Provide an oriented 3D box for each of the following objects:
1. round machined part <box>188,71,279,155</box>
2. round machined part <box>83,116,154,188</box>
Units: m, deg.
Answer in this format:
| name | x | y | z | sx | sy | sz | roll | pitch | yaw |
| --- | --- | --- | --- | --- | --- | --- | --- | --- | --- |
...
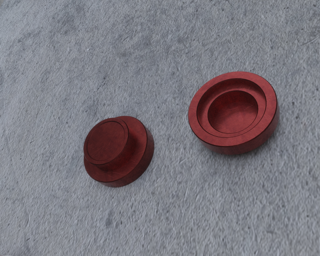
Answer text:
| name | x | y | z | sx | sy | sz | roll | pitch | yaw |
| --- | --- | --- | --- | --- | --- | --- | --- | --- | --- |
| round machined part | 0.086 | -0.014 | 0.356 | 0.098 | 0.042 | 0.098 | -13 | 56 | 21 |
| round machined part | -0.061 | 0.025 | 0.410 | 0.098 | 0.042 | 0.098 | -13 | 56 | 21 |
